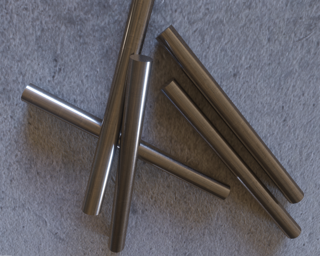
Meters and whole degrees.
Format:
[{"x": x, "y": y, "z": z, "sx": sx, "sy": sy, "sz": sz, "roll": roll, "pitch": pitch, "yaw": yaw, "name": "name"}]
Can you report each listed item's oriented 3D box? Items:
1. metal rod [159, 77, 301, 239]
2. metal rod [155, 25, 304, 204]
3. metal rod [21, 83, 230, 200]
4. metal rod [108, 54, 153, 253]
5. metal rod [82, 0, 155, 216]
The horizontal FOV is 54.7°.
[{"x": 0.106, "y": 0.051, "z": 0.430, "sx": 0.025, "sy": 0.025, "sz": 0.300, "roll": -39, "pitch": 106, "yaw": 13, "name": "metal rod"}, {"x": 0.101, "y": -0.007, "z": 0.408, "sx": 0.025, "sy": 0.025, "sz": 0.300, "roll": -38, "pitch": 106, "yaw": 12, "name": "metal rod"}, {"x": -0.037, "y": 0.023, "z": 0.417, "sx": 0.301, "sy": 0.025, "sz": 0.025, "roll": 28, "pitch": 108, "yaw": -10, "name": "metal rod"}, {"x": -0.044, "y": 0.053, "z": 0.404, "sx": 0.025, "sy": 0.025, "sz": 0.298, "roll": 8, "pitch": 119, "yaw": -4, "name": "metal rod"}, {"x": -0.051, "y": -0.032, "z": 0.376, "sx": 0.025, "sy": 0.025, "sz": 0.298, "roll": 15, "pitch": 102, "yaw": -6, "name": "metal rod"}]
